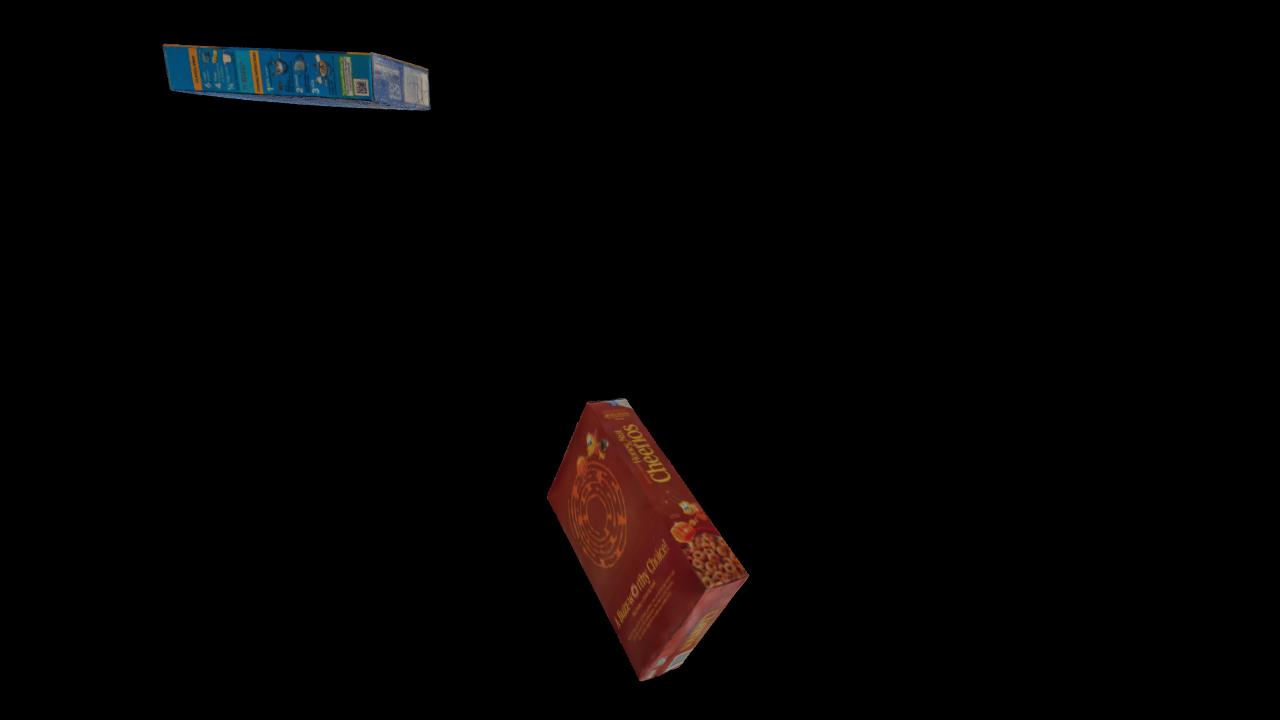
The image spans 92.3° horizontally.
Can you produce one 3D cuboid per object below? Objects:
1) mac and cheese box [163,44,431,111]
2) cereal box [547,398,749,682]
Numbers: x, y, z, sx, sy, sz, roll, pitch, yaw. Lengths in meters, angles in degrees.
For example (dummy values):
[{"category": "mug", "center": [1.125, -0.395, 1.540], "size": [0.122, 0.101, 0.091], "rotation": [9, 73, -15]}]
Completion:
[{"category": "mac and cheese box", "center": [-0.285, -0.239, 0.524], "size": [0.184, 0.041, 0.093], "rotation": [7, 20, 8]}, {"category": "cereal box", "center": [-0.009, 0.224, 0.815], "size": [0.081, 0.203, 0.306], "rotation": [-2, 40, -36]}]
